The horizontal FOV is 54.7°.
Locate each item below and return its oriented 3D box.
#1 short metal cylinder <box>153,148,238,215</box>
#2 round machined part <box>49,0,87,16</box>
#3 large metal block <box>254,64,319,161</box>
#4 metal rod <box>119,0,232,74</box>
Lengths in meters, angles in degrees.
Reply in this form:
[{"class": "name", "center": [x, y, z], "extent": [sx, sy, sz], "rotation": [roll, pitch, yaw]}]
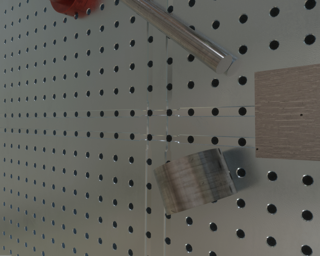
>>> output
[{"class": "short metal cylinder", "center": [0.038, 0.060, 0.342], "extent": [0.080, 0.081, 0.050], "rotation": [-28, 72, 36]}, {"class": "round machined part", "center": [-0.166, -0.249, 0.536], "extent": [0.098, 0.042, 0.097], "rotation": [0, 90, 40]}, {"class": "large metal block", "center": [0.135, -0.013, 0.281], "extent": [0.080, 0.050, 0.080], "rotation": [-1, 90, 40]}, {"class": "metal rod", "center": [-0.019, -0.163, 0.424], "extent": [0.300, 0.025, 0.025], "rotation": [45, 117, 30]}]
